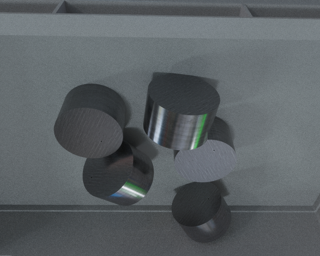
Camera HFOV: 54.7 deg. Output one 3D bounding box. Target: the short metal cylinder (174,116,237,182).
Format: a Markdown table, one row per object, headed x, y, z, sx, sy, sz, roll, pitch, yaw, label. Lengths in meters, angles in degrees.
| x | y | z | sx | sy | sz | roll | pitch | yaw | label |
| --- | --- | --- | --- | --- | --- | --- | --- | --- | --- |
| 0.058 | 0.028 | 0.418 | 0.081 | 0.050 | 0.079 | 0 | 130 | 0 | short metal cylinder |

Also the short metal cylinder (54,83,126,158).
| x | y | z | sx | sy | sz | roll | pitch | yaw | label |
| --- | --- | --- | --- | --- | --- | --- | --- | --- | --- |
| -0.084 | -0.008 | 0.385 | 0.081 | 0.050 | 0.079 | 0 | 130 | 0 | short metal cylinder |

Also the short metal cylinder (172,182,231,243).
| x | y | z | sx | sy | sz | roll | pitch | yaw | label |
| --- | --- | --- | --- | --- | --- | --- | --- | --- | --- |
| 0.065 | 0.130 | 0.485 | 0.080 | 0.080 | 0.050 | -20 | 128 | 15 | short metal cylinder |

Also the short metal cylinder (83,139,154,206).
| x | y | z | sx | sy | sz | roll | pitch | yaw | label |
| --- | --- | --- | --- | --- | --- | --- | --- | --- | --- |
| -0.055 | 0.059 | 0.415 | 0.080 | 0.080 | 0.050 | -25 | 145 | 19 | short metal cylinder |

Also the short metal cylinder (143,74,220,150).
| x | y | z | sx | sy | sz | roll | pitch | yaw | label |
| --- | --- | --- | --- | --- | --- | --- | --- | --- | --- |
| 0.023 | -0.020 | 0.356 | 0.081 | 0.080 | 0.050 | 6 | 130 | -6 | short metal cylinder |
